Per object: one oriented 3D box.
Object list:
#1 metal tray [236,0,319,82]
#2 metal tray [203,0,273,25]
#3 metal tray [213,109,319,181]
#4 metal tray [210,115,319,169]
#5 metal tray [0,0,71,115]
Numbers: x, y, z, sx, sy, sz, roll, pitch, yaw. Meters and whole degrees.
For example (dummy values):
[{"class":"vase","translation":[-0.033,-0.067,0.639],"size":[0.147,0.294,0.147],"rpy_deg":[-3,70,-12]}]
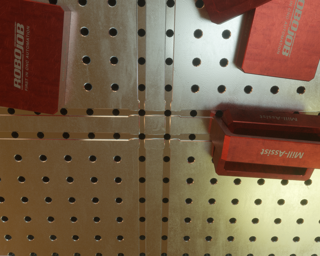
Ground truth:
[{"class":"metal tray","translation":[0.150,-0.126,0.366],"size":[0.091,0.030,0.129],"rpy_deg":[7,110,-3]},{"class":"metal tray","translation":[0.074,-0.187,0.321],"size":[0.090,0.030,0.129],"rpy_deg":[-21,101,21]},{"class":"metal tray","translation":[0.144,0.024,0.409],"size":[0.131,0.030,0.089],"rpy_deg":[4,125,-3]},{"class":"metal tray","translation":[0.135,0.015,0.385],"size":[0.131,0.090,0.030],"rpy_deg":[5,107,-2]},{"class":"metal tray","translation":[-0.162,-0.087,0.376],"size":[0.091,0.030,0.129],"rpy_deg":[9,110,-4]}]
